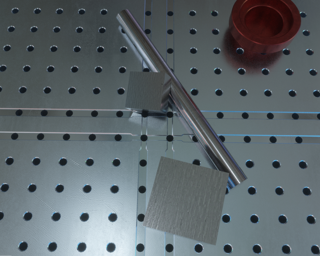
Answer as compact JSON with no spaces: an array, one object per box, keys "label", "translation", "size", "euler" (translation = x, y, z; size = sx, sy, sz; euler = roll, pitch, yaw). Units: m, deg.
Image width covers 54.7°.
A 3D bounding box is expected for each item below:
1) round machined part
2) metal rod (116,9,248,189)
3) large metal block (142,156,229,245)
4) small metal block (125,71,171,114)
[{"label":"round machined part","translation":[0.151,-0.152,0.459],"size":[0.099,0.042,0.098],"euler":[0,70,0]},{"label":"metal rod","translation":[0.022,-0.051,0.430],"size":[0.025,0.025,0.299],"euler":[-30,73,-10]},{"label":"large metal block","translation":[0.030,0.087,0.367],"size":[0.080,0.050,0.080],"euler":[14,71,5]},{"label":"small metal block","translation":[-0.015,-0.047,0.415],"size":[0.050,0.025,0.050],"euler":[6,85,20]}]
